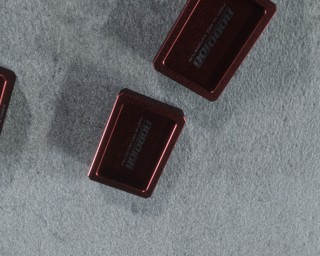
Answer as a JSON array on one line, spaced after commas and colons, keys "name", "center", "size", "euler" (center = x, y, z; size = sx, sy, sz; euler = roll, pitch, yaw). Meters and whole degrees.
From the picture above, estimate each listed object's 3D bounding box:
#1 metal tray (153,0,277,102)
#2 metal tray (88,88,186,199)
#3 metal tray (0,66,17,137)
[{"name": "metal tray", "center": [0.061, -0.108, 0.368], "size": [0.090, 0.030, 0.129], "euler": [29, 107, -11]}, {"name": "metal tray", "center": [-0.032, 0.023, 0.414], "size": [0.090, 0.030, 0.129], "euler": [21, 109, -8]}, {"name": "metal tray", "center": [-0.248, -0.026, 0.394], "size": [0.090, 0.030, 0.129], "euler": [22, 108, -8]}]
